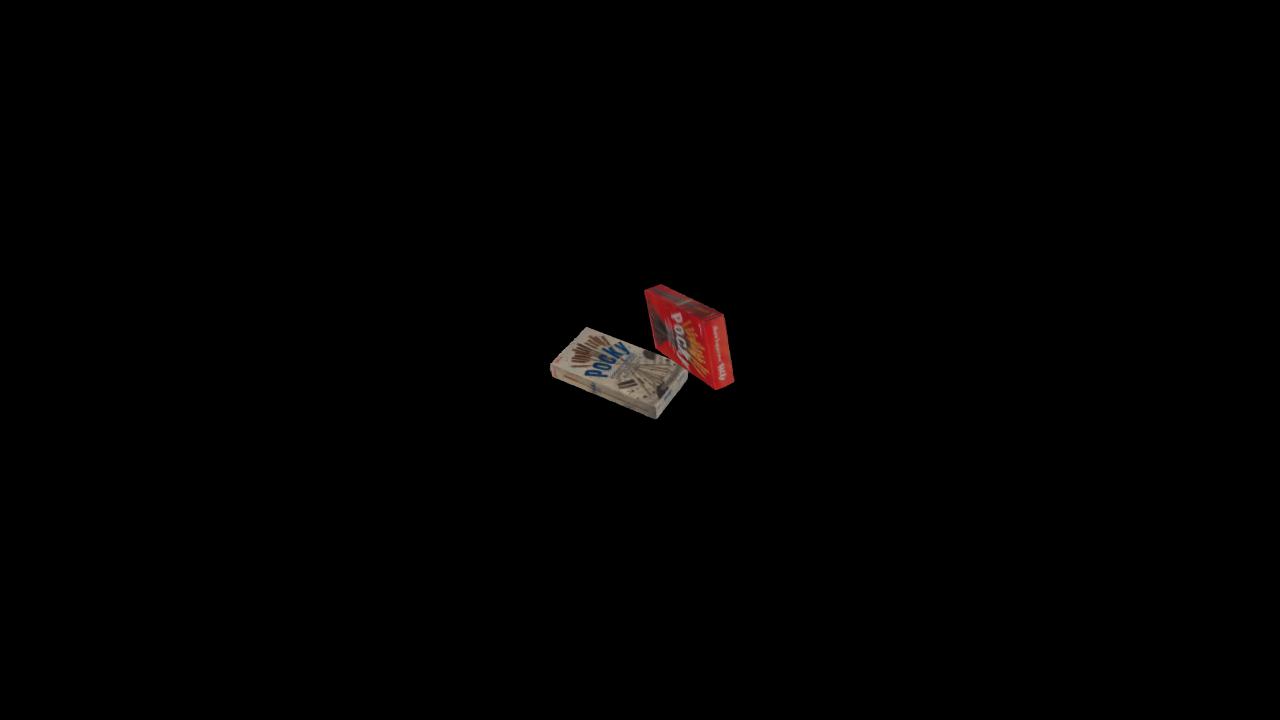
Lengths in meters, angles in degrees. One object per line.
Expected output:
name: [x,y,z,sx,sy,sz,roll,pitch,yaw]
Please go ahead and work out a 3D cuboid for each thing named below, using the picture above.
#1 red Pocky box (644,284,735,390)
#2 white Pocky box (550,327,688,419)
red Pocky box: [0.052,-0.031,0.699,0.028,0.083,0.155,-19,25,-17]
white Pocky box: [-0.026,0.014,0.764,0.154,0.028,0.084,21,48,23]
